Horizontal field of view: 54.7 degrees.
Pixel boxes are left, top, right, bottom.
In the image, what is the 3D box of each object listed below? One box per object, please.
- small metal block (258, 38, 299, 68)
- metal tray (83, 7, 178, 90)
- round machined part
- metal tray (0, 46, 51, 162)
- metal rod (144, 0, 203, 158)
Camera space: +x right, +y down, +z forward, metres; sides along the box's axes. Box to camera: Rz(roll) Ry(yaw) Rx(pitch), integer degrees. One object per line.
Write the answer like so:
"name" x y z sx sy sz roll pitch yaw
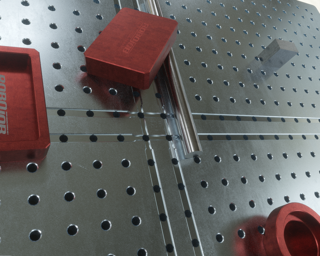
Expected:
"small metal block" 0.232 -0.146 0.610 0.050 0.050 0.025 1 62 -28
"metal tray" -0.036 -0.117 0.437 0.090 0.030 0.130 18 51 9
"round machined part" 0.176 0.151 0.402 0.099 0.042 0.098 14 56 -21
"metal tray" -0.172 -0.029 0.329 0.091 0.030 0.130 -2 63 -29
"metal rod" 0.014 -0.096 0.476 0.025 0.025 0.299 1 61 -28
